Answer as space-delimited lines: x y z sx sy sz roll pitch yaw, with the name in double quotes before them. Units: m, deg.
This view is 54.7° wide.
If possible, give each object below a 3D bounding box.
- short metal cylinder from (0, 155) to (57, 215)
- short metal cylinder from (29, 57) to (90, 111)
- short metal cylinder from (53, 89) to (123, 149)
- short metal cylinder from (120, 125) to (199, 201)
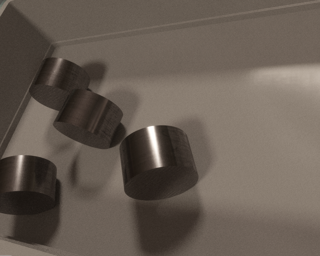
"short metal cylinder" -0.182 0.078 0.416 0.080 0.080 0.050 -21 54 15
"short metal cylinder" -0.158 -0.066 0.491 0.080 0.080 0.050 -2 61 27
"short metal cylinder" -0.098 -0.011 0.426 0.080 0.080 0.050 7 66 31
"short metal cylinder" -0.002 0.041 0.346 0.080 0.080 0.050 -23 54 14
